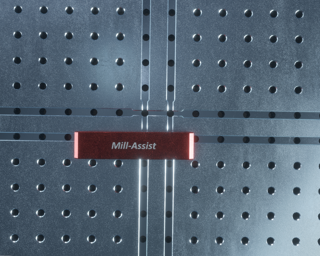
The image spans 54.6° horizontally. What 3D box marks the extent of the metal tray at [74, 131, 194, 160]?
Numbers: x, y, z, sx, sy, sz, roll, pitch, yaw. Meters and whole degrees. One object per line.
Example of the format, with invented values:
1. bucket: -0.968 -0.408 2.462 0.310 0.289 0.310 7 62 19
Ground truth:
1. metal tray: -0.028 0.019 0.380 0.131 0.090 0.030 0 90 0
